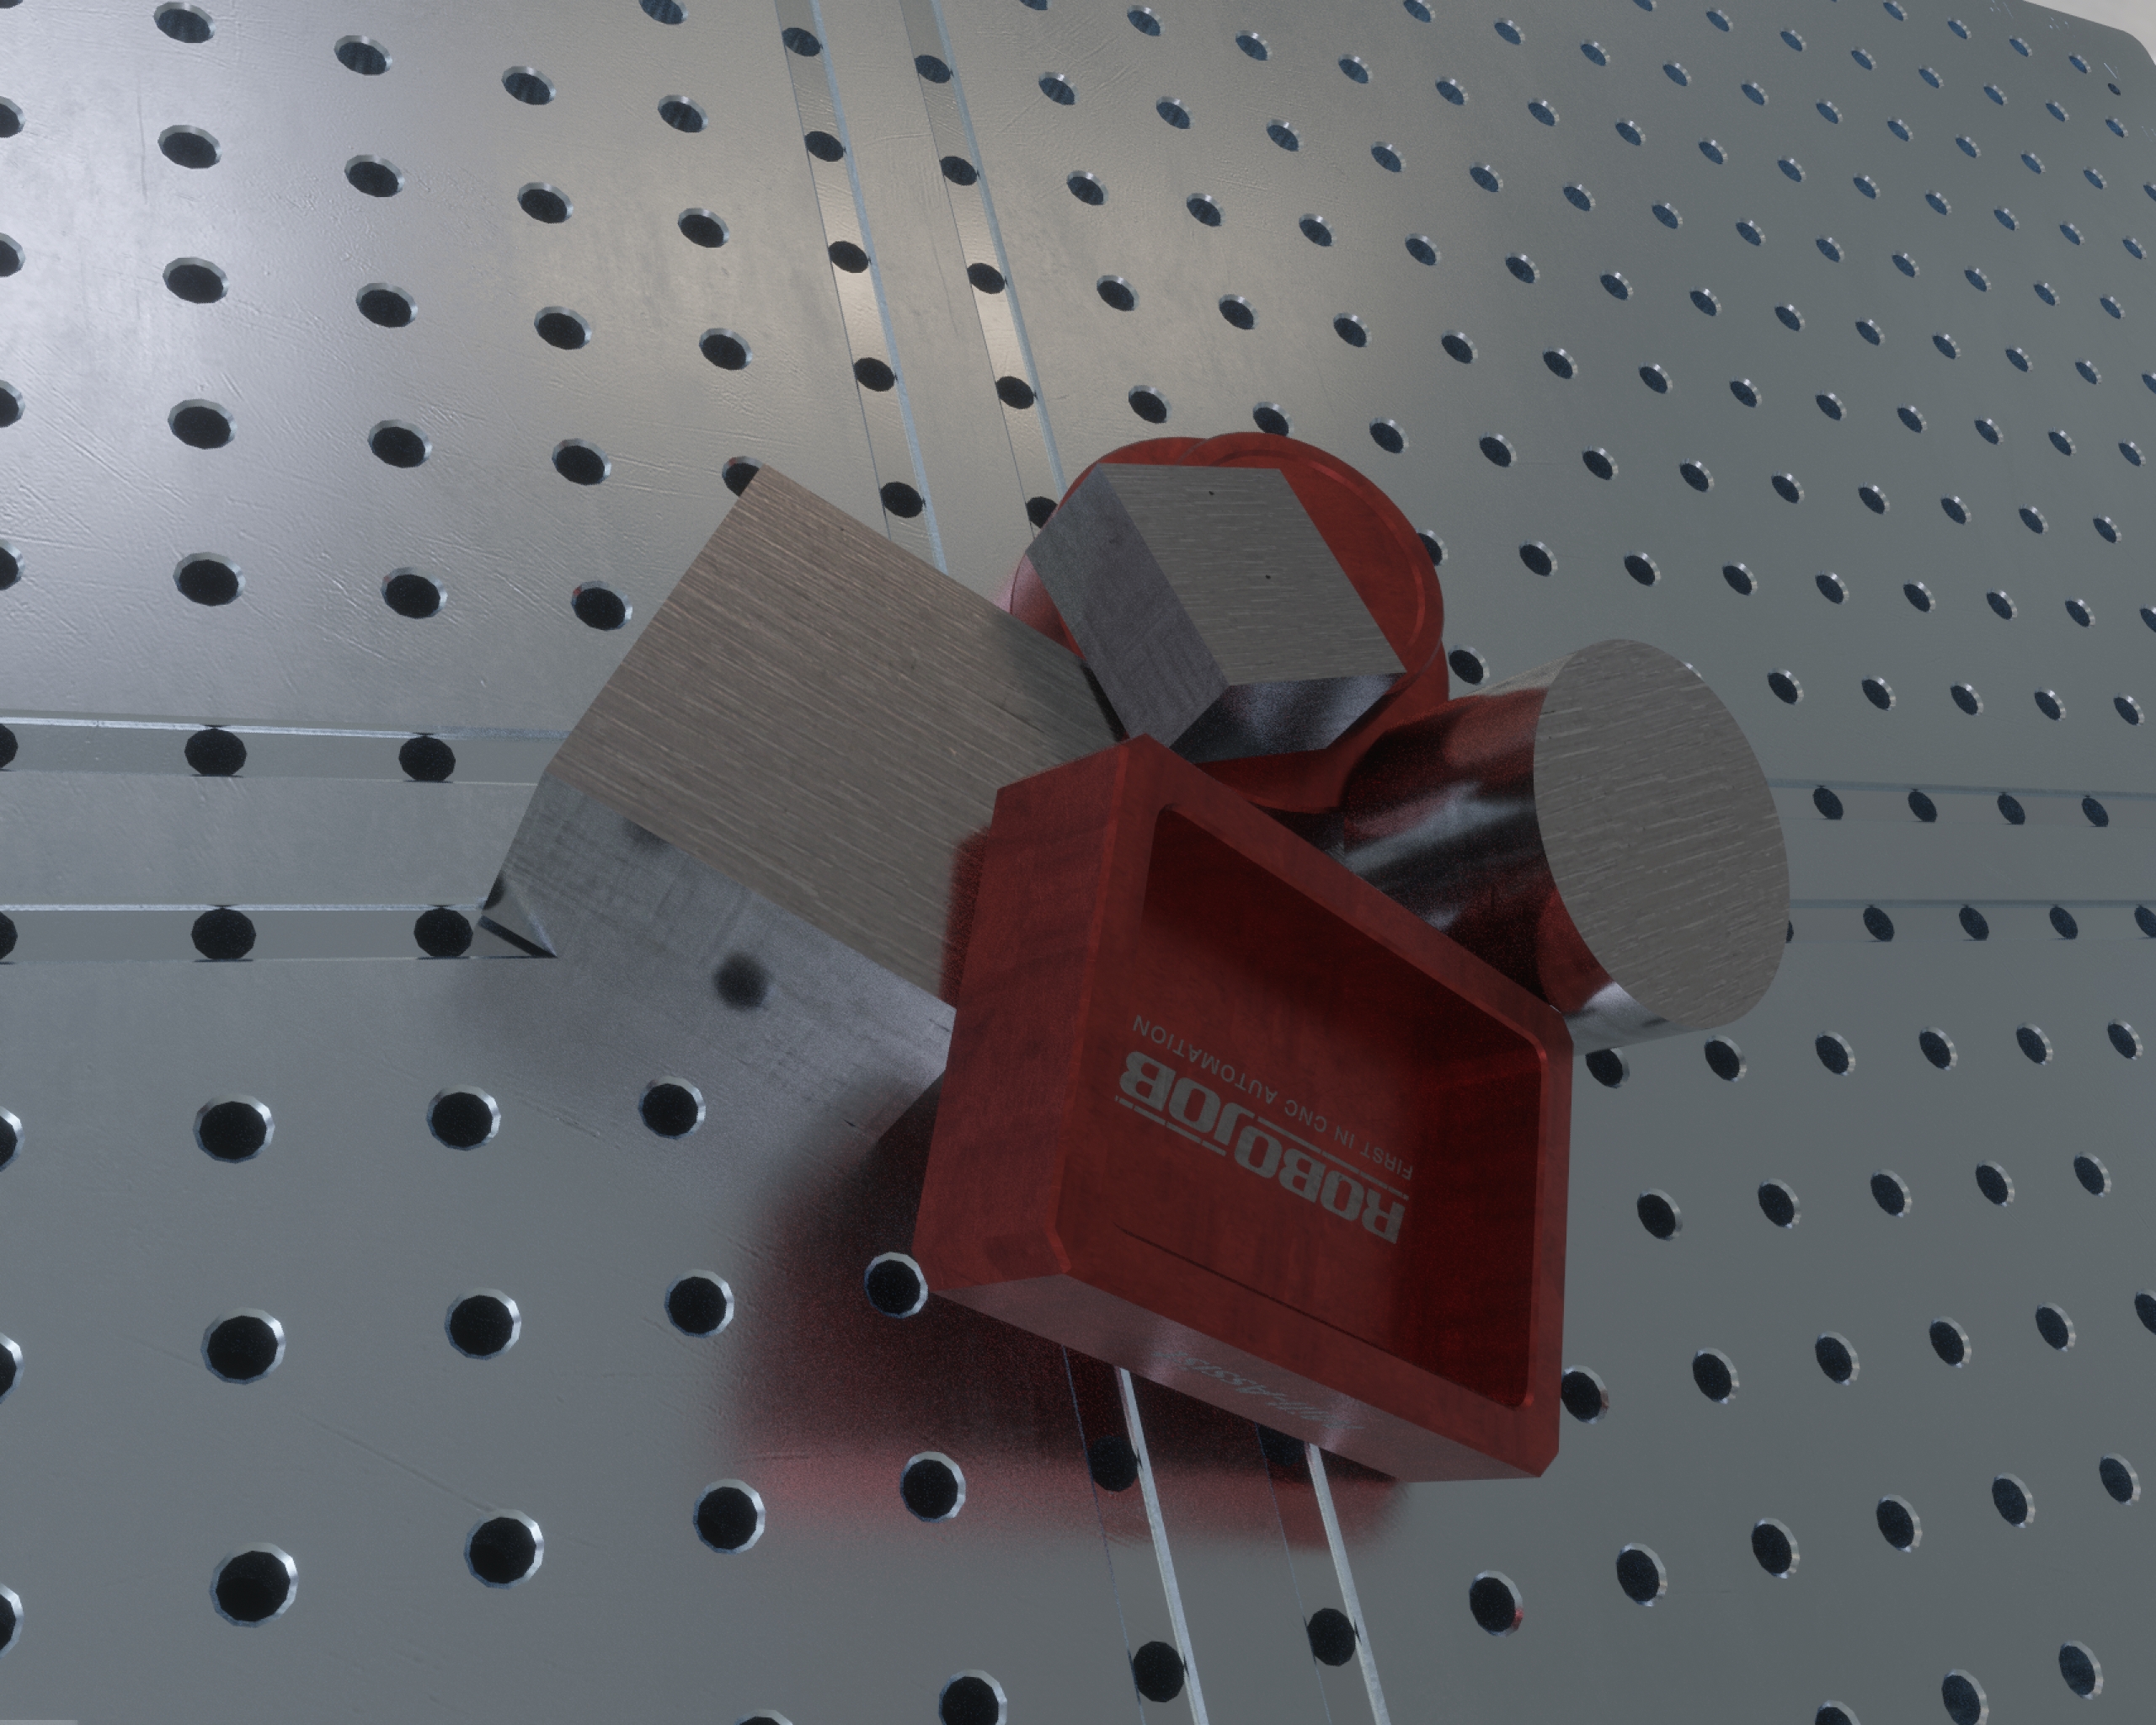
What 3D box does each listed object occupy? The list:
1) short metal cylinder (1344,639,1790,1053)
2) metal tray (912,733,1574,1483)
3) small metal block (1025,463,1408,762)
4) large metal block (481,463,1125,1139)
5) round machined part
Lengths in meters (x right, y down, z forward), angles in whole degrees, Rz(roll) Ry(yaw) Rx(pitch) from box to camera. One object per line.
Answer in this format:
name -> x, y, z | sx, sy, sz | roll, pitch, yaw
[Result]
short metal cylinder -> 0.102, -0.001, 0.433 | 0.081, 0.050, 0.080 | 13, 68, -36
metal tray -> 0.036, 0.047, 0.359 | 0.130, 0.030, 0.090 | 31, 55, -37
small metal block -> 0.026, -0.047, 0.391 | 0.050, 0.025, 0.050 | -9, 63, -44
large metal block -> -0.046, -0.011, 0.374 | 0.080, 0.050, 0.080 | 31, 52, -8
round machined part -> 0.039, -0.054, 0.451 | 0.099, 0.042, 0.098 | 14, 56, -21
